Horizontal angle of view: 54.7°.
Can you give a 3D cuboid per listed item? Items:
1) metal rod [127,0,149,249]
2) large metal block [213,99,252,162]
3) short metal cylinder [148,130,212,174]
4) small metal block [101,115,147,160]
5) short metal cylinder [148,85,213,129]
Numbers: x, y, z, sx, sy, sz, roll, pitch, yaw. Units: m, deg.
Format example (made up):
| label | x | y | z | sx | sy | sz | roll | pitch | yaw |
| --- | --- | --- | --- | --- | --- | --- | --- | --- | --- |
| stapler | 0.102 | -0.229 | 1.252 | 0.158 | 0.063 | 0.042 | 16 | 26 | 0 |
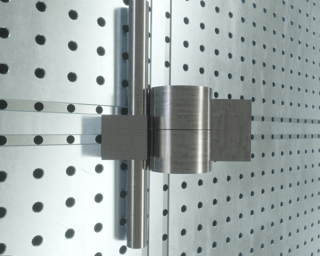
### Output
| label | x | y | z | sx | sy | sz | roll | pitch | yaw |
| --- | --- | --- | --- | --- | --- | --- | --- | --- | --- |
| metal rod | -0.027 | -0.005 | 0.381 | 0.025 | 0.025 | 0.298 | 1 | 90 | -40 |
| large metal block | 0.090 | 0.003 | 0.435 | 0.050 | 0.080 | 0.079 | 1 | 90 | -2 |
| short metal cylinder | 0.025 | 0.027 | 0.390 | 0.081 | 0.080 | 0.050 | 1 | 90 | -40 |
| small metal block | -0.041 | 0.011 | 0.356 | 0.050 | 0.025 | 0.050 | 0 | 89 | -5 |
| short metal cylinder | 0.025 | -0.023 | 0.390 | 0.081 | 0.080 | 0.050 | 1 | 90 | -40 |
